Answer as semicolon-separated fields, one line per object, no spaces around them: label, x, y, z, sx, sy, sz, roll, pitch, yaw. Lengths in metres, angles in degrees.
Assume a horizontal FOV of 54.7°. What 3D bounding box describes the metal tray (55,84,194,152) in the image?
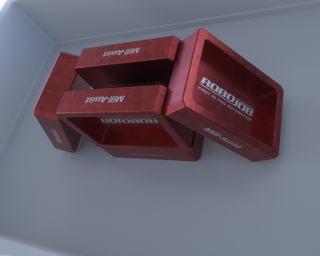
metal tray;-0.038;-0.008;0.348;0.130;0.090;0.030;0;62;28

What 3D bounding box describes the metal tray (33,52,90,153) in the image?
metal tray;-0.125;-0.029;0.422;0.030;0.129;0.090;15;66;-1

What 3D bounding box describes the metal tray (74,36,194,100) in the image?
metal tray;-0.024;-0.061;0.373;0.130;0.090;0.030;0;62;28

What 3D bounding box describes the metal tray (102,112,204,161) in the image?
metal tray;-0.006;-0.006;0.408;0.130;0.030;0.090;0;62;27

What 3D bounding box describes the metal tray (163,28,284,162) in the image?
metal tray;0.072;-0.030;0.318;0.030;0.131;0.090;-22;47;53
